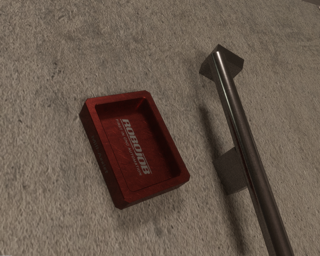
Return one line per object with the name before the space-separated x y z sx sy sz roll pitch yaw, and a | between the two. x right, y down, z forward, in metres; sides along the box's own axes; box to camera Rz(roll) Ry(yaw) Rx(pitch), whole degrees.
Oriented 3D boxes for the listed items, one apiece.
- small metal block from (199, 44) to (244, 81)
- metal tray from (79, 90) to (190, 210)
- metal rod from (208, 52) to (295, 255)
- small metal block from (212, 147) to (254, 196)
small metal block | 0.100 -0.101 0.505 0.050 0.050 0.025 28 52 -11
metal tray | -0.031 0.020 0.372 0.091 0.030 0.130 -13 69 -34
metal rod | 0.108 0.029 0.381 0.025 0.025 0.299 3 60 -27
small metal block | 0.102 0.056 0.411 0.025 0.050 0.050 -8 66 -32
